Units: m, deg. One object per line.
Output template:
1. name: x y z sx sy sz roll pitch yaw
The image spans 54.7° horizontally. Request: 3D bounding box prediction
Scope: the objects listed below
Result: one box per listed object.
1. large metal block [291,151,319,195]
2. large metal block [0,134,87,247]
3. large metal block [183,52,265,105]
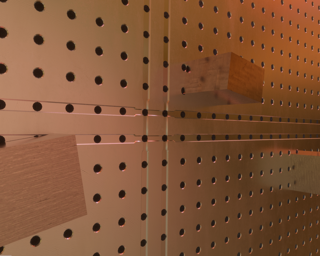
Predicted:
1. large metal block: 0.330 0.093 0.655 0.050 0.080 0.079 -7 95 -40
2. large metal block: -0.122 0.052 0.291 0.081 0.050 0.079 -12 98 -40
3. large metal block: 0.094 -0.068 0.454 0.081 0.080 0.050 13 82 -40
